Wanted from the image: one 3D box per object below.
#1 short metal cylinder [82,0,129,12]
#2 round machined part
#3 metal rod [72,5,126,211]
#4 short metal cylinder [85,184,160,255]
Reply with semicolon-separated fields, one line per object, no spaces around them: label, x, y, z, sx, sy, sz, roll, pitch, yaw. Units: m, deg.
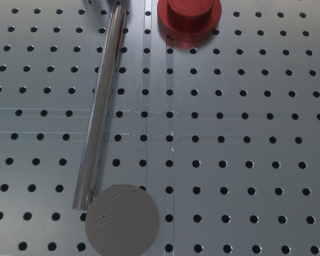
short metal cylinder;-0.088;-0.229;0.482;0.081;0.050;0.080;0;70;0
round machined part;0.045;-0.183;0.470;0.099;0.042;0.098;0;70;0
metal rod;-0.079;-0.041;0.425;0.025;0.025;0.299;5;70;2
short metal cylinder;-0.041;0.109;0.358;0.081;0.050;0.080;0;70;0
